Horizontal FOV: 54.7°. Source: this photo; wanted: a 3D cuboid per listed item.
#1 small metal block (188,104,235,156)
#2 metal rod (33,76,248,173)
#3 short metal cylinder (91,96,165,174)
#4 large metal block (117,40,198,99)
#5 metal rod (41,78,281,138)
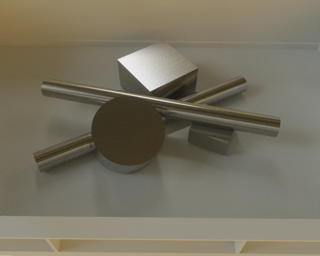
[{"bbox_3d":[0.070,0.001,0.401,0.050,0.025,0.050,21,53,16],"label":"small metal block"},{"bbox_3d":[-0.012,-0.012,0.413,0.302,0.025,0.025,-22,54,-18],"label":"metal rod"},{"bbox_3d":[-0.039,0.009,0.360,0.081,0.050,0.080,4,71,-11],"label":"short metal cylinder"},{"bbox_3d":[-0.004,-0.073,0.448,0.081,0.050,0.080,-29,56,-23],"label":"large metal block"},{"bbox_3d":[-0.005,-0.028,0.394,0.301,0.025,0.025,10,51,8],"label":"metal rod"}]
